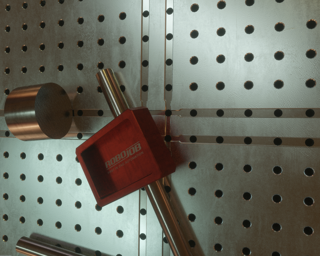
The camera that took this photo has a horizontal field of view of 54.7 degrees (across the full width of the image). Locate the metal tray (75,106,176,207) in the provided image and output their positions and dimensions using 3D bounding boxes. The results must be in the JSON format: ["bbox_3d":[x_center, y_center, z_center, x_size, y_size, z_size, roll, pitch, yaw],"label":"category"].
[{"bbox_3d":[-0.050,0.040,0.402,0.130,0.030,0.090,-33,78,37],"label":"metal tray"}]

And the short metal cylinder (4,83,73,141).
[{"bbox_3d":[-0.170,-0.022,0.442,0.050,0.080,0.080,-4,89,20],"label":"short metal cylinder"}]

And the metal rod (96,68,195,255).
[{"bbox_3d":[-0.018,0.056,0.418,0.025,0.025,0.299,-27,81,18],"label":"metal rod"}]

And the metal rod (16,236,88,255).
[{"bbox_3d":[-0.076,0.203,0.438,0.301,0.025,0.025,8,93,19],"label":"metal rod"}]
